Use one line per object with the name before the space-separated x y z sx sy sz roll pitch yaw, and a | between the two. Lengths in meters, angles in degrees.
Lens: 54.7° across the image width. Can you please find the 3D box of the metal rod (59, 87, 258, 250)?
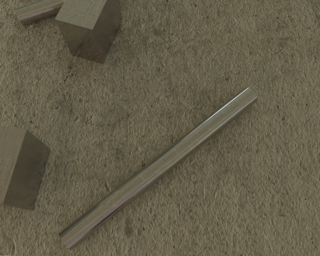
metal rod | 0.008 0.043 0.392 0.301 0.025 0.025 -37 75 -13

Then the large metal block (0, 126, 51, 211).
large metal block | -0.175 0.048 0.359 0.050 0.080 0.080 8 70 3

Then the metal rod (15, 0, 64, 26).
metal rod | -0.075 -0.225 0.489 0.302 0.025 0.025 -23 72 -9

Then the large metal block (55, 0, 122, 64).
large metal block | -0.094 -0.150 0.433 0.050 0.080 0.080 17 71 6
